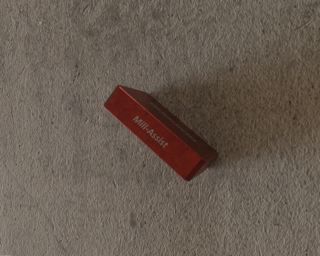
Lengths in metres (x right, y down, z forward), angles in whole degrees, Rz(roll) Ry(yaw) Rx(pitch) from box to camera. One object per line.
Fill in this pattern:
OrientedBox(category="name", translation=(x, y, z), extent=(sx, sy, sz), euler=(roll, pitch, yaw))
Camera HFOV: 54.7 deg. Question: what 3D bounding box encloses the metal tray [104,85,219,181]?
OrientedBox(category="metal tray", translation=(0.005, 0.003, 0.373), extent=(0.130, 0.090, 0.030), euler=(41, 103, 15))
